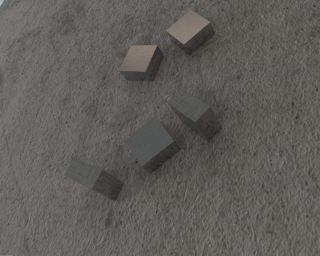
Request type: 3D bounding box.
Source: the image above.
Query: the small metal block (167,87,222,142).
[{"bbox_3d":[0.042,-0.016,0.375,0.025,0.050,0.050,-47,51,-4],"label":"small metal block"}]

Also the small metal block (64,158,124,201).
[{"bbox_3d":[-0.082,0.065,0.391,0.050,0.050,0.025,16,70,34],"label":"small metal block"}]

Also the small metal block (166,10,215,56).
[{"bbox_3d":[0.046,-0.145,0.469,0.050,0.025,0.050,-40,51,0],"label":"small metal block"}]

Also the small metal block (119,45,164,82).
[{"bbox_3d":[-0.028,-0.101,0.481,0.050,0.025,0.050,9,66,32],"label":"small metal block"}]

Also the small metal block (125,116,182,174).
[{"bbox_3d":[-0.009,0.021,0.396,0.050,0.025,0.050,-39,51,2],"label":"small metal block"}]
